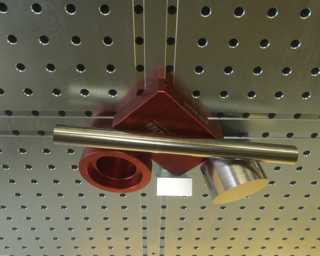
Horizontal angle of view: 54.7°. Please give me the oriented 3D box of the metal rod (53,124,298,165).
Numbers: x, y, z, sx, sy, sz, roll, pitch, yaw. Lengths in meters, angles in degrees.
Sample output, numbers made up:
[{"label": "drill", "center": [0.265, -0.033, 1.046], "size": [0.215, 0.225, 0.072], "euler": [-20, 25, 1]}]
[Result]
[{"label": "metal rod", "center": [0.024, 0.021, 0.389], "size": [0.302, 0.025, 0.025], "euler": [5, 130, -5]}]

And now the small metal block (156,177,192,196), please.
[{"label": "small metal block", "center": [0.020, 0.087, 0.469], "size": [0.050, 0.025, 0.050], "euler": [2, 173, -3]}]

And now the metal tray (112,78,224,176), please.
[{"label": "metal tray", "center": [0.014, 0.005, 0.414], "size": [0.090, 0.030, 0.130], "euler": [-36, 122, 26]}]

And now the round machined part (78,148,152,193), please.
[{"label": "round machined part", "center": [-0.060, 0.047, 0.433], "size": [0.099, 0.042, 0.097], "euler": [3, 137, 3]}]

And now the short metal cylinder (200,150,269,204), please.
[{"label": "short metal cylinder", "center": [0.103, 0.067, 0.434], "size": [0.081, 0.050, 0.080], "euler": [-15, 151, -8]}]
